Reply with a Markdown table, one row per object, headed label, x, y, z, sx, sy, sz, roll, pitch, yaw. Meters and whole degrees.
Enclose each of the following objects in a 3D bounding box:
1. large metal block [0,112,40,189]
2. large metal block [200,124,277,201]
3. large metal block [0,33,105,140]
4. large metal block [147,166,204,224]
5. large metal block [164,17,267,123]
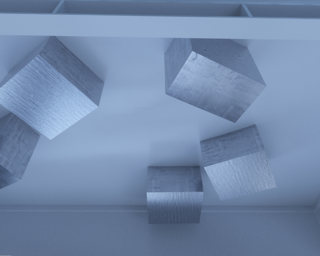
| label | x | y | z | sx | sy | sz | roll | pitch | yaw |
| --- | --- | --- | --- | --- | --- | --- | --- | --- | --- |
| large metal block | -0.214 | 0.035 | 0.400 | 0.080 | 0.080 | 0.050 | -23 | 127 | 18 |
| large metal block | 0.110 | 0.051 | 0.438 | 0.080 | 0.050 | 0.080 | -19 | 128 | 14 |
| large metal block | -0.124 | -0.044 | 0.353 | 0.080 | 0.050 | 0.080 | -31 | 124 | 23 |
| large metal block | 0.022 | 0.105 | 0.483 | 0.081 | 0.050 | 0.079 | -1 | 130 | 0 |
| large metal block | 0.052 | -0.061 | 0.322 | 0.080 | 0.080 | 0.050 | 21 | 127 | -17 |
